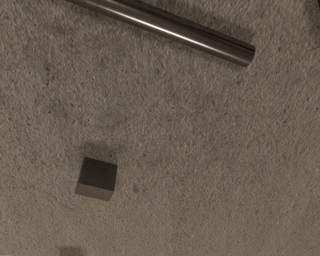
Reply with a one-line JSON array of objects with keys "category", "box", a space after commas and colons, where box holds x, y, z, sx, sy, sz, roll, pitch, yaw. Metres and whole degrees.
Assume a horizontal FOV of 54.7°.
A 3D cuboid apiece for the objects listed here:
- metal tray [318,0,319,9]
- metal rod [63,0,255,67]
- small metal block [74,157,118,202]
[{"category": "metal tray", "box": [0.184, -0.157, 0.273, 0.090, 0.030, 0.130, -25, 126, 19]}, {"category": "metal rod", "box": [-0.043, -0.120, 0.304, 0.302, 0.025, 0.025, 16, 128, -14]}, {"category": "small metal block", "box": [-0.092, 0.074, 0.453, 0.050, 0.050, 0.025, 17, 128, -15]}]
